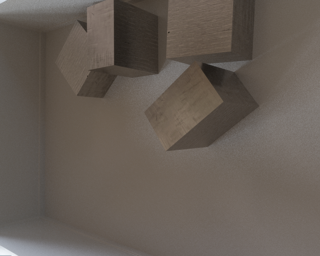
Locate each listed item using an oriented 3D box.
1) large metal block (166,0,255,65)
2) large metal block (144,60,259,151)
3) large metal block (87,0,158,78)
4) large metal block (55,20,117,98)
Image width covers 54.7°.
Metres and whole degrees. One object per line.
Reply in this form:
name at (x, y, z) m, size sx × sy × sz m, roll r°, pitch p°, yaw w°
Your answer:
large metal block at (0.056, -0.116, 0.343) m, size 0.080 × 0.050 × 0.079 m, roll 4°, pitch 93°, yaw 39°
large metal block at (0.045, -0.020, 0.332) m, size 0.080 × 0.081 × 0.050 m, roll -43°, pitch 64°, yaw 31°
large metal block at (-0.047, -0.113, 0.408) m, size 0.050 × 0.081 × 0.079 m, roll 0°, pitch 90°, yaw 40°
large metal block at (-0.107, -0.104, 0.476) m, size 0.080 × 0.050 × 0.080 m, roll -52°, pitch 60°, yaw 27°
